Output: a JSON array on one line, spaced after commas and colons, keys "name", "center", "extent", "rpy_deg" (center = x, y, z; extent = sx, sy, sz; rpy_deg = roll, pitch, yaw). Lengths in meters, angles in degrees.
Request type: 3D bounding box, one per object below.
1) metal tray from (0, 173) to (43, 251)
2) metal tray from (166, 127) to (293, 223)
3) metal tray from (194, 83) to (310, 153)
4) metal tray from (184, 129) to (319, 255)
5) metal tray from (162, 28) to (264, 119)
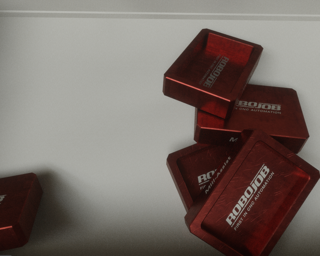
[{"name": "metal tray", "center": [-0.207, 0.098, 0.341], "extent": [0.131, 0.030, 0.090], "rpy_deg": [-10, 29, -4]}, {"name": "metal tray", "center": [0.084, 0.055, 0.387], "extent": [0.131, 0.030, 0.090], "rpy_deg": [-21, 71, -8]}, {"name": "metal tray", "center": [0.111, -0.017, 0.397], "extent": [0.131, 0.030, 0.090], "rpy_deg": [6, 48, 2]}, {"name": "metal tray", "center": [0.100, 0.076, 0.339], "extent": [0.090, 0.030, 0.130], "rpy_deg": [35, 88, -5]}, {"name": "metal tray", "center": [0.072, -0.077, 0.406], "extent": [0.090, 0.030, 0.130], "rpy_deg": [23, 51, 16]}]
